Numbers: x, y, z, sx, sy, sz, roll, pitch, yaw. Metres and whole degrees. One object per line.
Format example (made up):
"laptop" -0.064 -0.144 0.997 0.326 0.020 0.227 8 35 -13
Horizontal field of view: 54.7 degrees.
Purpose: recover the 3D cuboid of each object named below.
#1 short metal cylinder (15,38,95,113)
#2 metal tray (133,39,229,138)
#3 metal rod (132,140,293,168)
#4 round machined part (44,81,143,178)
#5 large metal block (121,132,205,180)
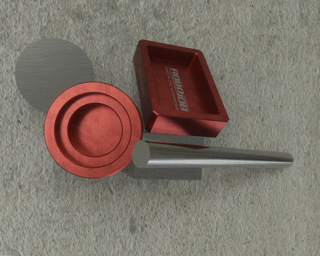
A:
"short metal cylinder" -0.119 -0.056 0.353 0.081 0.050 0.079 0 90 -21
"metal tray" 0.021 -0.050 0.376 0.091 0.030 0.130 5 49 -20
"metal rod" 0.090 0.037 0.382 0.302 0.025 0.025 7 88 -44
"round machined part" -0.067 0.002 0.330 0.099 0.042 0.097 0 89 0
"large metal block" -0.002 0.032 0.381 0.081 0.080 0.050 5 89 -20
